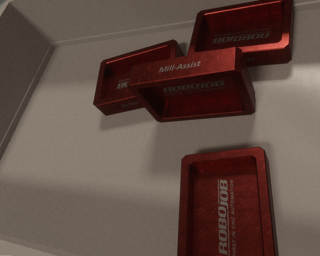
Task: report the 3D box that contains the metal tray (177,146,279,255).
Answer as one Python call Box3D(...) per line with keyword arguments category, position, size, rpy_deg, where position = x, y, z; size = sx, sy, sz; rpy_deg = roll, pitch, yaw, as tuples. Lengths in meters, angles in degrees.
Box3D(category="metal tray", position=(0.067, 0.087, 0.313), size=(0.090, 0.030, 0.130), rpy_deg=(-9, 58, 23))

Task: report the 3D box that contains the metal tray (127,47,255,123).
Box3D(category="metal tray", position=(0.039, -0.045, 0.370), size=(0.130, 0.090, 0.030), rpy_deg=(-5, 60, 25))

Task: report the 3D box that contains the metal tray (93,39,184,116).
Box3D(category="metal tray", position=(-0.031, -0.074, 0.462), size=(0.130, 0.030, 0.090), rpy_deg=(-11, 57, 22))

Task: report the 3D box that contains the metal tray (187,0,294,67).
Box3D(category="metal tray", position=(0.110, -0.127, 0.422), size=(0.130, 0.030, 0.090), rpy_deg=(0, 62, 28))
